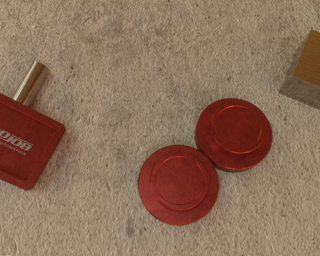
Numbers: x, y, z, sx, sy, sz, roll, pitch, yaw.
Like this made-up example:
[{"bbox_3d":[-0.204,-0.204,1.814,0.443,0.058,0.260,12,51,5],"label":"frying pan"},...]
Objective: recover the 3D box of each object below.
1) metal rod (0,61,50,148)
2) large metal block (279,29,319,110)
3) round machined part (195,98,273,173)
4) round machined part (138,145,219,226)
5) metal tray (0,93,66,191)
[{"bbox_3d":[-0.220,0.045,0.390,0.025,0.025,0.300,19,71,7],"label":"metal rod"},{"bbox_3d":[0.223,-0.075,0.424,0.080,0.050,0.080,25,72,8],"label":"large metal block"},{"bbox_3d":[0.096,0.005,0.398,0.099,0.042,0.098,0,70,0],"label":"round machined part"},{"bbox_3d":[0.023,0.067,0.375,0.099,0.042,0.098,0,70,0],"label":"round machined part"},{"bbox_3d":[-0.195,0.009,0.376,0.131,0.030,0.090,28,70,-12],"label":"metal tray"}]
